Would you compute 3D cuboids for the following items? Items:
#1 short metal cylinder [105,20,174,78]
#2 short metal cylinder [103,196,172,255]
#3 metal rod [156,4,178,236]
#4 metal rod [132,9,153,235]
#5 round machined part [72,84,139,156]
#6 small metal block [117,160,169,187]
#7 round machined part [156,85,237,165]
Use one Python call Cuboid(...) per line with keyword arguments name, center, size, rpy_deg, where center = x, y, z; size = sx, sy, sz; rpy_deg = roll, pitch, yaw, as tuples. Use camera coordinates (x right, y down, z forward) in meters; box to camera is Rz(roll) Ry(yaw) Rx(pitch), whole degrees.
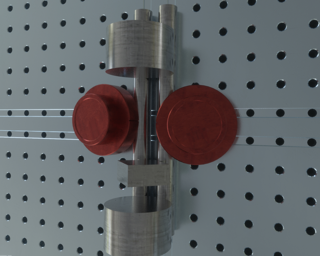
Cuboid(name="short metal cylinder", center=(-0.024, -0.090, 0.368), size=(0.080, 0.080, 0.050), rpy_deg=(1, 91, 20))
Cuboid(name="short metal cylinder", center=(-0.026, 0.115, 0.370), size=(0.080, 0.080, 0.050), rpy_deg=(1, 91, 20))
Cuboid(name="metal rod", center=(0.009, -0.009, 0.409), size=(0.025, 0.025, 0.298), rpy_deg=(1, 90, 20))
Cuboid(name="metal rod", center=(-0.025, -0.008, 0.420), size=(0.025, 0.025, 0.298), rpy_deg=(1, 90, 20))
Cuboid(name="round machined part", center=(-0.080, -0.011, 0.418), size=(0.098, 0.042, 0.097), rpy_deg=(0, 90, 34))
Cuboid(name="small metal block", center=(-0.022, 0.055, 0.382), size=(0.050, 0.050, 0.025), rpy_deg=(1, 90, -22))
Cuboid(name="round machined part", center=(0.044, -0.004, 0.374), size=(0.099, 0.042, 0.097), rpy_deg=(0, 90, 5))
